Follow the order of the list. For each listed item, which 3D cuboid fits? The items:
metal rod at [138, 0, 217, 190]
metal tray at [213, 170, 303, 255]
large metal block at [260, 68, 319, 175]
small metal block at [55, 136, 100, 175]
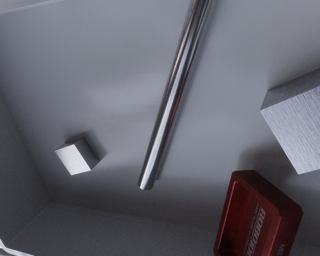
[{"bbox_3d":[0.013,-0.029,0.382,0.025,0.025,0.298,26,127,12],"label":"metal rod"},{"bbox_3d":[0.110,0.127,0.370,0.030,0.090,0.129,0,111,-22],"label":"metal tray"},{"bbox_3d":[0.158,-0.010,0.303,0.080,0.050,0.080,-26,105,36],"label":"large metal block"},{"bbox_3d":[-0.135,0.046,0.506,0.050,0.025,0.050,-18,110,34],"label":"small metal block"}]
